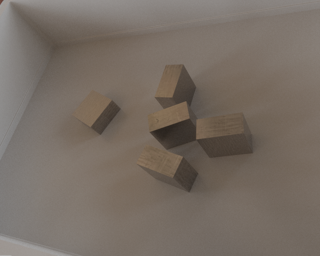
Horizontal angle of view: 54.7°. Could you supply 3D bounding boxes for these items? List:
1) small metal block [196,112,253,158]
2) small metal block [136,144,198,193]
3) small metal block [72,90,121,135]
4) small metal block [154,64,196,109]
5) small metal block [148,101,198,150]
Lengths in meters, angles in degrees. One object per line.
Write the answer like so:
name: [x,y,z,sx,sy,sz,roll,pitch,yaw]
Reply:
small metal block: [0.073,0.010,0.345,0.050,0.050,0.025,-9,58,23]
small metal block: [0.009,0.047,0.355,0.050,0.050,0.025,16,70,34]
small metal block: [-0.097,-0.025,0.470,0.050,0.025,0.050,28,77,37]
small metal block: [0.022,-0.048,0.406,0.025,0.050,0.050,5,64,30]
small metal block: [0.019,-0.002,0.379,0.050,0.050,0.025,-19,55,17]
